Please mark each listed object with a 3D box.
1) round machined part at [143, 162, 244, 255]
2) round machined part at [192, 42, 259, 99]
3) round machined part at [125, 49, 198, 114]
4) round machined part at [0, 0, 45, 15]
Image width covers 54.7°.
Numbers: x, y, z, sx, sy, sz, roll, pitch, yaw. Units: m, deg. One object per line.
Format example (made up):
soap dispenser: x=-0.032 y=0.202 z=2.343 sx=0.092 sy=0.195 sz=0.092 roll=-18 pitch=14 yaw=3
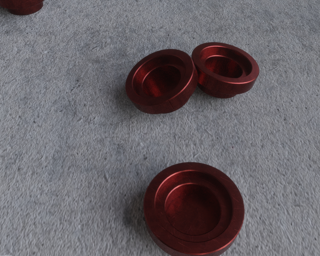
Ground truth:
round machined part: x=0.033 y=0.087 z=0.319 sx=0.099 sy=0.042 sz=0.098 roll=0 pitch=50 yaw=0
round machined part: x=0.090 y=-0.081 z=0.453 sx=0.099 sy=0.042 sz=0.098 roll=7 pitch=46 yaw=-7
round machined part: x=0.006 y=-0.059 z=0.427 sx=0.098 sy=0.042 sz=0.098 roll=-12 pitch=53 yaw=18
round machined part: x=-0.269 y=-0.257 z=0.606 sx=0.099 sy=0.042 sz=0.098 roll=0 pitch=50 yaw=0
